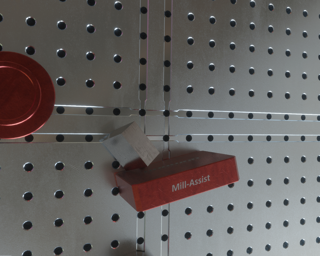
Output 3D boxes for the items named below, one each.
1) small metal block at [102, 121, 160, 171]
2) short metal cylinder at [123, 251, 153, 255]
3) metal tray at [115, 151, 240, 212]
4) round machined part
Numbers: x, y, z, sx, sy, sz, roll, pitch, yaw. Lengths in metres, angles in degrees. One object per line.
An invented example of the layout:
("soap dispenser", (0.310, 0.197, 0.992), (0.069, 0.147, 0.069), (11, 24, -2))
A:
("small metal block", (-0.037, 0.024, 0.384), (0.050, 0.050, 0.025), (53, 53, -13))
("short metal cylinder", (-0.025, 0.206, 0.391), (0.081, 0.050, 0.079), (0, 90, -21))
("metal tray", (0.019, 0.061, 0.386), (0.131, 0.090, 0.030), (-13, 95, -20))
("round machined part", (-0.168, -0.036, 0.342), (0.099, 0.042, 0.097), (0, 90, -21))
